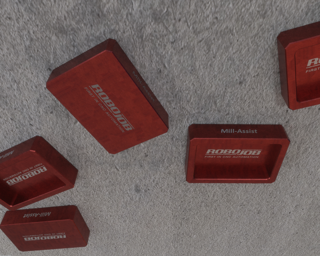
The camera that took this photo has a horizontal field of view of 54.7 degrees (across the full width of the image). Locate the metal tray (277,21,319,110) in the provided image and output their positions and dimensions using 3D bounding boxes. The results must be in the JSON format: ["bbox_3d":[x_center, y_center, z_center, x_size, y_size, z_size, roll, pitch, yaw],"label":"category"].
[{"bbox_3d":[0.202,-0.076,0.340,0.130,0.030,0.090,-14,129,11],"label":"metal tray"}]

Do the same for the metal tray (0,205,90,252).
[{"bbox_3d":[-0.203,0.182,0.557,0.131,0.030,0.089,-6,130,5],"label":"metal tray"}]

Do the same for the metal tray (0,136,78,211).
[{"bbox_3d":[-0.202,0.071,0.462,0.130,0.030,0.090,-23,127,18],"label":"metal tray"}]

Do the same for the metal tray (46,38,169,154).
[{"bbox_3d":[-0.058,-0.031,0.376,0.090,0.030,0.130,-24,127,18],"label":"metal tray"}]

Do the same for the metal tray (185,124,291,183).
[{"bbox_3d":[0.104,0.038,0.436,0.131,0.030,0.089,0,130,-1],"label":"metal tray"}]
